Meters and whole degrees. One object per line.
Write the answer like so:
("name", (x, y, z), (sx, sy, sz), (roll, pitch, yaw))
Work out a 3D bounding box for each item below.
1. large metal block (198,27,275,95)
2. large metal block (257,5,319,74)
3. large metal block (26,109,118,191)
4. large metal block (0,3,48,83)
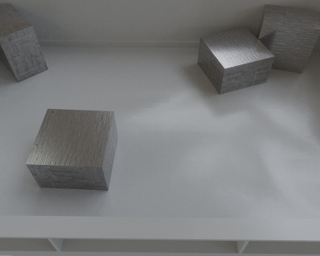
("large metal block", (0.113, -0.105, 0.478), (0.081, 0.050, 0.080), (-16, 52, -13))
("large metal block", (0.195, -0.139, 0.487), (0.080, 0.080, 0.050), (12, 51, 9))
("large metal block", (-0.098, 0.025, 0.367), (0.080, 0.050, 0.080), (2, 50, 2))
("large metal block", (-0.225, -0.131, 0.478), (0.050, 0.080, 0.080), (-33, 57, -24))
